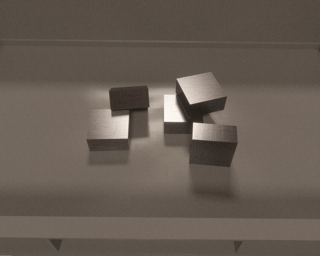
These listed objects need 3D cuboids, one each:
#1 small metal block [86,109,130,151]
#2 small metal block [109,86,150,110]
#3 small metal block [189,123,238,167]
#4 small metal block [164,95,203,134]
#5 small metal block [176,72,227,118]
[{"bbox_3d":[-0.065,0.002,0.402,0.050,0.025,0.050,-1,50,-2],"label":"small metal block"},{"bbox_3d":[-0.042,-0.042,0.423,0.050,0.025,0.050,-5,12,-4],"label":"small metal block"},{"bbox_3d":[0.063,0.021,0.372,0.050,0.050,0.025,5,50,3],"label":"small metal block"},{"bbox_3d":[0.031,-0.019,0.421,0.050,0.025,0.050,1,50,0],"label":"small metal block"},{"bbox_3d":[0.053,-0.045,0.411,0.050,0.025,0.050,-13,51,-12],"label":"small metal block"}]
